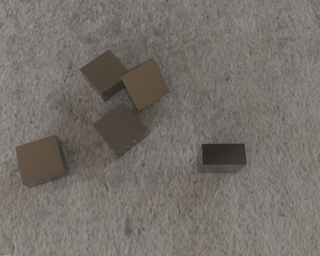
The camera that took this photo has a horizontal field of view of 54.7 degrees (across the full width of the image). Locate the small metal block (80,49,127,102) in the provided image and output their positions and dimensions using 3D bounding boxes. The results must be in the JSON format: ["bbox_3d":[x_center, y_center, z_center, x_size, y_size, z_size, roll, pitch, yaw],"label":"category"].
[{"bbox_3d":[-0.075,-0.074,0.434,0.050,0.025,0.050,-38,75,-13],"label":"small metal block"}]

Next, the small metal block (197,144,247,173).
[{"bbox_3d":[0.074,0.038,0.382,0.050,0.050,0.025,0,70,-1],"label":"small metal block"}]

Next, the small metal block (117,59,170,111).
[{"bbox_3d":[-0.022,-0.059,0.416,0.050,0.025,0.050,-31,110,-11],"label":"small metal block"}]

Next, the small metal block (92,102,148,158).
[{"bbox_3d":[-0.051,0.003,0.406,0.050,0.025,0.050,-38,75,-13],"label":"small metal block"}]

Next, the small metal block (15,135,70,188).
[{"bbox_3d":[-0.148,0.042,0.391,0.050,0.025,0.050,-18,71,-7],"label":"small metal block"}]
